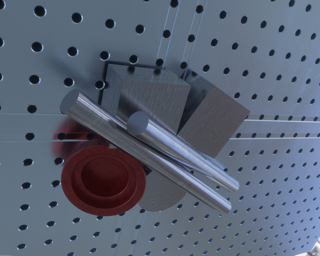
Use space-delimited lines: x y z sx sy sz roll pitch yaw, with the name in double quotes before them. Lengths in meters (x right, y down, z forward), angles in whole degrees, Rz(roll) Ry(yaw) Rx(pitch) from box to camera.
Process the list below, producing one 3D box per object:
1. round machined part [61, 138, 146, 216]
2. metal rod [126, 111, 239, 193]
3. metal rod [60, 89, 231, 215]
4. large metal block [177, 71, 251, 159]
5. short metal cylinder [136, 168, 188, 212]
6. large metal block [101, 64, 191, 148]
"round machined part" -0.066 0.056 0.380 0.099 0.042 0.097 -1 113 -3
"metal rod" 0.052 0.048 0.416 0.025 0.025 0.301 -48 144 5
"metal rod" 0.008 0.048 0.374 0.025 0.025 0.301 -47 130 5
"large metal block" 0.058 -0.016 0.411 0.080 0.050 0.080 27 104 -38
"short metal cylinder" -0.004 0.068 0.429 0.081 0.050 0.079 -14 124 -21
"large metal block" -0.021 -0.024 0.360 0.081 0.050 0.079 1 118 -29
